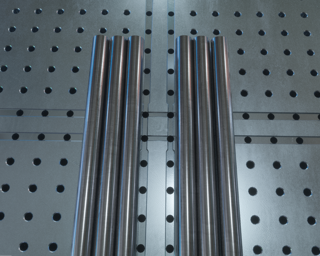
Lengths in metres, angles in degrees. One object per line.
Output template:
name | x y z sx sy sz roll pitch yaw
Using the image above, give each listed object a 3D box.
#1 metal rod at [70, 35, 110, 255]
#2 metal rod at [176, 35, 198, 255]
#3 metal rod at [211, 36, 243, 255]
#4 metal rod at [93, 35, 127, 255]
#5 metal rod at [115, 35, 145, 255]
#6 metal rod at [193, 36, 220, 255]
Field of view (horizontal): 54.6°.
metal rod | -0.089 0.010 0.407 0.025 0.025 0.299 1 70 0
metal rod | 0.033 0.011 0.407 0.025 0.025 0.299 1 70 0
metal rod | 0.085 0.012 0.407 0.025 0.025 0.299 1 70 0
metal rod | -0.063 0.011 0.407 0.025 0.025 0.299 1 70 0
metal rod | -0.038 0.011 0.407 0.025 0.025 0.299 1 70 0
metal rod | 0.058 0.011 0.407 0.025 0.025 0.299 1 70 0
